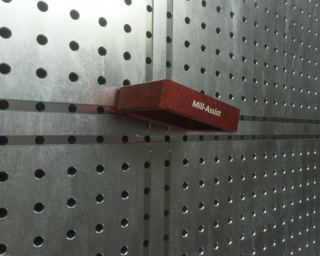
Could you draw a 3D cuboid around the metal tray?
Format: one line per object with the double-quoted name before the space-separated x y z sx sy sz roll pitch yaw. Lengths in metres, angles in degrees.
"metal tray" 0.025 -0.022 0.386 0.131 0.090 0.030 16 80 -39
